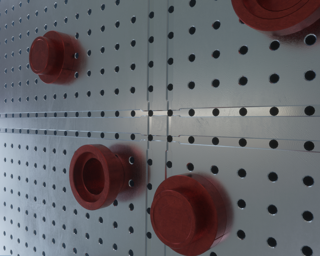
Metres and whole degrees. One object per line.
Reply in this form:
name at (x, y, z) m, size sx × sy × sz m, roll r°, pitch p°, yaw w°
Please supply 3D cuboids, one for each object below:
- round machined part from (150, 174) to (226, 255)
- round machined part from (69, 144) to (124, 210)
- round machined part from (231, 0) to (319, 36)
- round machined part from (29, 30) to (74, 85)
round machined part at (0.027, 0.106, 0.377) m, size 0.098 × 0.042 × 0.097 m, roll 0°, pitch 90°, yaw 40°
round machined part at (-0.094, 0.073, 0.477) m, size 0.098 × 0.042 × 0.097 m, roll 0°, pitch 90°, yaw 40°
round machined part at (0.122, -0.138, 0.298) m, size 0.098 × 0.042 × 0.097 m, roll 0°, pitch 90°, yaw 40°
round machined part at (-0.204, -0.130, 0.569) m, size 0.098 × 0.042 × 0.097 m, roll 0°, pitch 90°, yaw 40°
